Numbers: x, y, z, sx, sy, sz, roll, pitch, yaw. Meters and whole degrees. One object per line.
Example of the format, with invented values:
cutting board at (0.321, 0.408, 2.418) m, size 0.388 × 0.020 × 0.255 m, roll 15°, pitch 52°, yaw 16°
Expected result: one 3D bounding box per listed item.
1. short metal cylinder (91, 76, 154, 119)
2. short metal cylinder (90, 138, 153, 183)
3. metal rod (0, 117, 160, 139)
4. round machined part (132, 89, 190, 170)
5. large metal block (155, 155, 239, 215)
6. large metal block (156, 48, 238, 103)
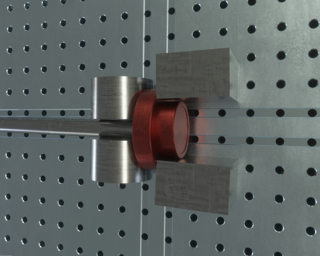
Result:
short metal cylinder at (-0.048, -0.036, 0.400) m, size 0.080 × 0.080 × 0.050 m, roll 1°, pitch 91°, yaw 20°
short metal cylinder at (-0.049, 0.039, 0.400) m, size 0.080 × 0.080 × 0.050 m, roll 2°, pitch 91°, yaw 20°
metal rod at (-0.121, -0.001, 0.443) m, size 0.301 × 0.025 × 0.025 m, roll 2°, pitch 91°, yaw 24°
round machined part at (0.007, 0.002, 0.371) m, size 0.042 × 0.098 × 0.097 m, roll 1°, pitch 90°, yaw 20°
large metal block at (0.047, 0.062, 0.367) m, size 0.080 × 0.080 × 0.050 m, roll 3°, pitch 91°, yaw 20°
large metal block at (0.047, -0.058, 0.367) m, size 0.080 × 0.080 × 0.050 m, roll 0°, pitch 90°, yaw 20°
